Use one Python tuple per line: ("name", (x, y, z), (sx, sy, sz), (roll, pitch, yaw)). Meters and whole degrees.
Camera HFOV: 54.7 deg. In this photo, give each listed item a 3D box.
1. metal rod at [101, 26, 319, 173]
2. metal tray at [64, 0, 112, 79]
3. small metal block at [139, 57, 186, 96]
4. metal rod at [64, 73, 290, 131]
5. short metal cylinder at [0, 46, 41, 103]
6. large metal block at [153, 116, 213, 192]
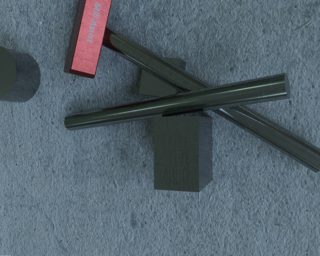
("metal rod", (0.052, -0.041, 0.367), (0.301, 0.025, 0.025), (32, 100, 11))
("metal tray", (-0.095, -0.133, 0.408), (0.030, 0.090, 0.129), (12, 95, -24))
("small metal block", (0.004, -0.066, 0.407), (0.050, 0.025, 0.050), (9, 93, 19))
("metal rod", (-0.004, -0.024, 0.375), (0.300, 0.025, 0.025), (-7, 88, 32))
("short metal cylinder", (-0.234, -0.080, 0.476), (0.080, 0.050, 0.079), (0, 90, 19))
("large metal block", (0.030, 0.027, 0.368), (0.050, 0.080, 0.079), (0, 90, 20))
